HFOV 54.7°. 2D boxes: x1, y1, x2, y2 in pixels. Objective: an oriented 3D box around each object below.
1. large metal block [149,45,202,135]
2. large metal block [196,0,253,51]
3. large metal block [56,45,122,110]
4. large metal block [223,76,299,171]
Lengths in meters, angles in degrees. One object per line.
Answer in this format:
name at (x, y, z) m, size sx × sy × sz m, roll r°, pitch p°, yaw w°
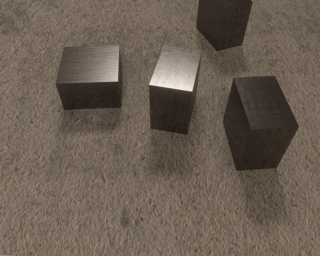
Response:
large metal block at (0.021, -0.050, 0.410) m, size 0.050 × 0.080 × 0.080 m, roll 10°, pitch 51°, yaw 8°
large metal block at (0.106, -0.193, 0.531) m, size 0.050 × 0.080 × 0.080 m, roll -17°, pitch 52°, yaw -14°
large metal block at (-0.098, -0.074, 0.448) m, size 0.081 × 0.050 × 0.080 m, roll -2°, pitch 50°, yaw -3°
large metal block at (0.115, -0.005, 0.373) m, size 0.050 × 0.080 × 0.080 m, roll -3°, pitch 50°, yaw -3°
